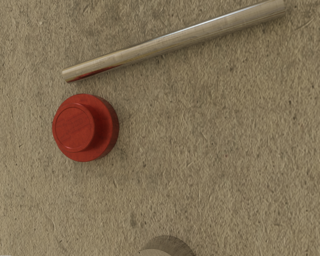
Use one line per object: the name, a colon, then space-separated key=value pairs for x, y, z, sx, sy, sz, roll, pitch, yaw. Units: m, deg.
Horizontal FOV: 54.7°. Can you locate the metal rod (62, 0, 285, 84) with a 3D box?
metal rod: x=0.004 y=-0.109 z=0.406 sx=0.301 sy=0.025 sz=0.025 roll=-13 pitch=86 yaw=19

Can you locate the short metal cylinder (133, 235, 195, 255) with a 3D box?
short metal cylinder: x=0.003 y=0.185 z=0.394 sx=0.080 sy=0.050 sz=0.079 roll=0 pitch=90 yaw=19

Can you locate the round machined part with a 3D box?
round machined part: x=-0.111 y=0.000 z=0.438 sx=0.098 sy=0.042 sz=0.097 roll=0 pitch=90 yaw=19
